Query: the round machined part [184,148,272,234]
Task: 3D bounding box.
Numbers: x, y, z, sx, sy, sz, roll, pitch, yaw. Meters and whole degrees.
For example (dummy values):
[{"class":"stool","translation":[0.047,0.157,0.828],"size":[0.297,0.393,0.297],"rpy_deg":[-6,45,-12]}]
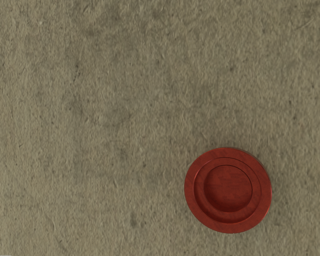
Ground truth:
[{"class":"round machined part","translation":[0.082,0.071,0.371],"size":[0.098,0.042,0.097],"rpy_deg":[0,90,19]}]
